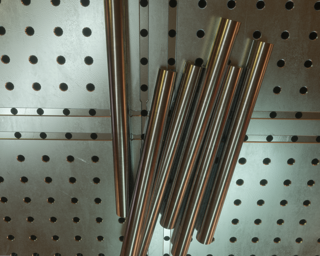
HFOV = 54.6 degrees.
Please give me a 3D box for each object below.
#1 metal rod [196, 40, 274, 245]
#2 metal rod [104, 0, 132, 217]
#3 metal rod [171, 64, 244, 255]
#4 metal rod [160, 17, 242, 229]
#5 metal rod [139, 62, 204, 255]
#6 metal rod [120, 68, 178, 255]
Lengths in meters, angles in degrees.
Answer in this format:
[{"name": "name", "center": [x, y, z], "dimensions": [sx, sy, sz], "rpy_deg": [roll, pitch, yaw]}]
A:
[{"name": "metal rod", "center": [0.097, 0.033, 0.426], "dimensions": [0.025, 0.025, 0.298], "rpy_deg": [11, 110, -4]}, {"name": "metal rod", "center": [-0.052, -0.015, 0.407], "dimensions": [0.025, 0.025, 0.298], "rpy_deg": [0, 110, 0]}, {"name": "metal rod", "center": [0.061, 0.059, 0.435], "dimensions": [0.025, 0.025, 0.298], "rpy_deg": [11, 110, -4]}, {"name": "metal rod", "center": [0.046, 0.010, 0.410], "dimensions": [0.025, 0.025, 0.298], "rpy_deg": [13, 112, -5]}, {"name": "metal rod", "center": [0.006, 0.057, 0.434], "dimensions": [0.025, 0.025, 0.298], "rpy_deg": [14, 109, -5]}, {"name": "metal rod", "center": [-0.020, 0.069, 0.425], "dimensions": [0.025, 0.025, 0.298], "rpy_deg": [11, 105, -4]}]
